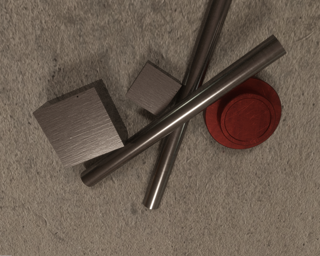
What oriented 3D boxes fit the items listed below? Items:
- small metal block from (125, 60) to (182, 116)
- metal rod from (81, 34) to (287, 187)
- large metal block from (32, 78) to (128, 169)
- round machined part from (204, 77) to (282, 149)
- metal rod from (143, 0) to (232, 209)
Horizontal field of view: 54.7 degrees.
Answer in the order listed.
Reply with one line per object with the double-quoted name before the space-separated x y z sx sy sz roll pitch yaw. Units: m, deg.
"small metal block" -0.008 -0.050 0.391 0.050 0.025 0.050 32 107 -12
"metal rod" 0.013 -0.009 0.382 0.300 0.025 0.025 -35 107 21
"large metal block" -0.096 -0.006 0.393 0.080 0.050 0.080 -22 109 7
"round machined part" 0.107 -0.016 0.396 0.099 0.042 0.097 0 110 -1
"metal rod" 0.030 -0.023 0.401 0.025 0.025 0.298 16 109 -6
